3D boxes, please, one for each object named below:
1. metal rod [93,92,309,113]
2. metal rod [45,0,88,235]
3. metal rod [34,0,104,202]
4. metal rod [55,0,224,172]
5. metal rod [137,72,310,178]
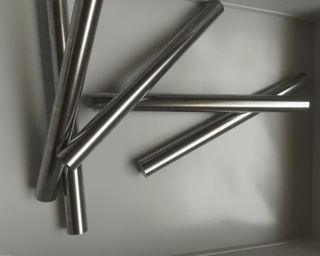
[{"bbox_3d":[0.064,-0.033,0.418,0.302,0.025,0.025,-1,91,-14],"label":"metal rod"},{"bbox_3d":[-0.112,-0.024,0.369,0.025,0.025,0.298,-5,92,-20],"label":"metal rod"},{"bbox_3d":[-0.089,-0.054,0.315,0.025,0.025,0.298,12,110,-20],"label":"metal rod"},{"bbox_3d":[-0.010,-0.068,0.383,0.025,0.025,0.301,47,66,-14],"label":"metal rod"},{"bbox_3d":[0.103,-0.012,0.450,0.302,0.025,0.025,-27,100,-18],"label":"metal rod"}]
